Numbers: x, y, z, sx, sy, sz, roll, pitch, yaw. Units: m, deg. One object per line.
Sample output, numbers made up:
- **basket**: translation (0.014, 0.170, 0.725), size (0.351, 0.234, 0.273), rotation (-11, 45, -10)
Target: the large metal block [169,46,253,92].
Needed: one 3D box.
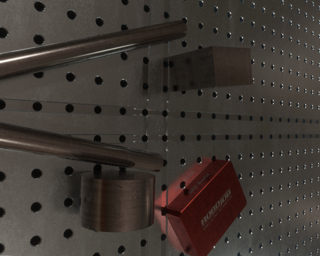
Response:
- **large metal block**: translation (0.071, -0.081, 0.435), size (0.081, 0.080, 0.050), rotation (-10, 96, -40)

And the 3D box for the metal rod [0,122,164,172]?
- **metal rod**: translation (-0.117, 0.015, 0.312), size (0.302, 0.025, 0.025), rotation (15, 80, -39)

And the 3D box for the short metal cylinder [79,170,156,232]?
- **short metal cylinder**: translation (-0.046, 0.076, 0.337), size (0.081, 0.080, 0.050), rotation (3, 88, -40)

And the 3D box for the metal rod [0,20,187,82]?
- **metal rod**: translation (-0.080, -0.088, 0.343), size (0.302, 0.025, 0.025), rotation (-25, 106, -37)

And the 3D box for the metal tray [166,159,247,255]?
- **metal tray**: translation (0.076, 0.120, 0.472), size (0.131, 0.030, 0.090), rotation (-38, 114, -34)
